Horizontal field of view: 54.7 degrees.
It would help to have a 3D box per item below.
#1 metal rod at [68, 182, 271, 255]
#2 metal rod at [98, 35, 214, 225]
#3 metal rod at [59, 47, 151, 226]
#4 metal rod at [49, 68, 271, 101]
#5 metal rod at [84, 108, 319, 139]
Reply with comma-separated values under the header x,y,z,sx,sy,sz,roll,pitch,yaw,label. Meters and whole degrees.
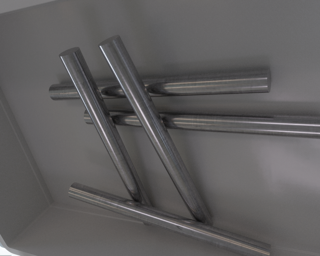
x,y,z,sx,sy,sz,roll,pitch,yaw,label
0.002,0.132,0.449,0.301,0.025,0.025,13,124,17,metal rod
0.007,0.026,0.392,0.025,0.025,0.299,-8,123,32,metal rod
-0.060,0.032,0.433,0.025,0.025,0.299,-1,126,29,metal rod
-0.021,-0.051,0.388,0.300,0.025,0.025,1,119,27,metal rod
0.032,-0.009,0.385,0.301,0.025,0.025,4,120,26,metal rod
